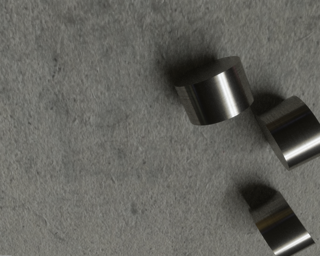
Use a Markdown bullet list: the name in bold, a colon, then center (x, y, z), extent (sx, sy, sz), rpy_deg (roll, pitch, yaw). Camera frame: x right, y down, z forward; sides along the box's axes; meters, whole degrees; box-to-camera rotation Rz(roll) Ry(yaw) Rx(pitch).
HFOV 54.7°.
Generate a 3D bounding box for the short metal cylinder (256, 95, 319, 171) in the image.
- **short metal cylinder**: center (0.163, 0.007, 0.385), extent (0.050, 0.080, 0.080), rpy_deg (-29, 108, 10)

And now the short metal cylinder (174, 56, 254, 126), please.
- **short metal cylinder**: center (0.063, -0.045, 0.365), extent (0.080, 0.080, 0.050), rpy_deg (-23, 109, 8)

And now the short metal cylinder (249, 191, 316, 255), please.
- **short metal cylinder**: center (0.169, 0.136, 0.433), extent (0.050, 0.080, 0.080), rpy_deg (-35, 107, 12)
